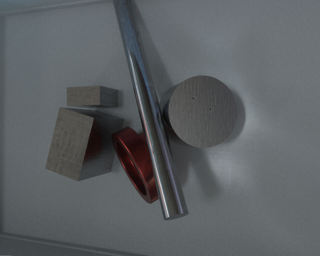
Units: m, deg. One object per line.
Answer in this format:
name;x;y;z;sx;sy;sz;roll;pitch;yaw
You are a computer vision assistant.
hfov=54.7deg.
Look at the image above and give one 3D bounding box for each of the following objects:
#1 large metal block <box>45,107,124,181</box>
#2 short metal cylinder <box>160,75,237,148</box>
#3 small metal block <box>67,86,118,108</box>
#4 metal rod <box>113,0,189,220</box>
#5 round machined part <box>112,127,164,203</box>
large metal block;-0.097;0.019;0.414;0.050;0.080;0.079;17;96;19
short metal cylinder;0.042;-0.018;0.363;0.081;0.050;0.079;0;89;-14
small metal block;-0.092;-0.042;0.428;0.050;0.050;0.025;0;90;19
metal rod;-0.018;-0.044;0.366;0.025;0.025;0.299;-23;64;18
round machined part;-0.018;0.041;0.388;0.042;0.098;0.098;-28;79;-18
